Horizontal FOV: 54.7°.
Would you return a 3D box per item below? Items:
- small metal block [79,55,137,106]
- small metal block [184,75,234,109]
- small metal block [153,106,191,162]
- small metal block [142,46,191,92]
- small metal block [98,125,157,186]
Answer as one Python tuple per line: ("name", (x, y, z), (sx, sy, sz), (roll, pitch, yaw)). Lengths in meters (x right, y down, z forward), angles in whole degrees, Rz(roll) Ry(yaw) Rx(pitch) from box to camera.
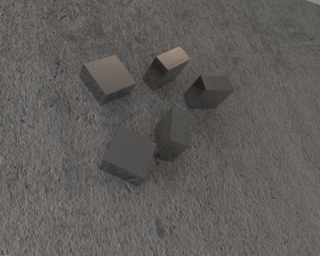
("small metal block", (-0.068, -0.063, 0.406), (0.050, 0.025, 0.050), (-29, 78, -37))
("small metal block", (0.071, -0.052, 0.457), (0.050, 0.050, 0.025), (-1, 63, -29))
("small metal block", (0.015, 0.009, 0.390), (0.025, 0.050, 0.050), (17, 55, -18))
("small metal block", (0.009, -0.085, 0.444), (0.050, 0.050, 0.025), (-34, 81, -38))
("small metal block", (-0.037, 0.032, 0.364), (0.050, 0.025, 0.050), (28, 52, -11))
